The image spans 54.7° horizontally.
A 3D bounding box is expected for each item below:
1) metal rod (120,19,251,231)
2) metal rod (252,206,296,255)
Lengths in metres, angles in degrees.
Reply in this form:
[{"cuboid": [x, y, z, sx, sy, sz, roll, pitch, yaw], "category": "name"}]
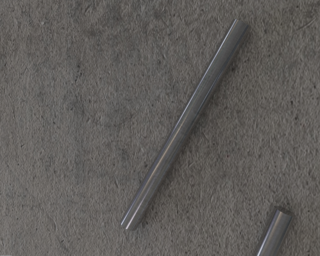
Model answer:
[{"cuboid": [0.028, 0.004, 0.399, 0.025, 0.025, 0.299, 32, 100, 17], "category": "metal rod"}, {"cuboid": [0.092, 0.234, 0.376, 0.025, 0.025, 0.298, 23, 97, 18], "category": "metal rod"}]
